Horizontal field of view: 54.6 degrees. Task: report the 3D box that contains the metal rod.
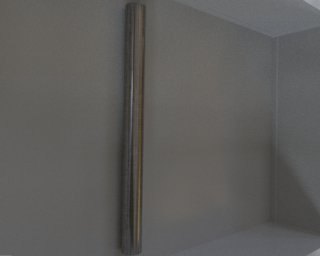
[{"bbox_3d":[-0.032,0.001,0.378,0.025,0.025,0.298,1,89,-40],"label":"metal rod"}]
